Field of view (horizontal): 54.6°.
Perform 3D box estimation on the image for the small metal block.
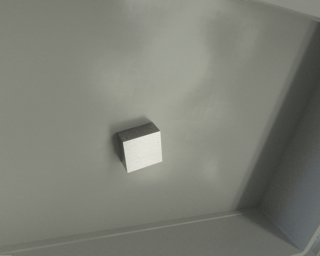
[{"bbox_3d":[-0.026,0.025,0.409,0.050,0.025,0.050,-17,125,-19],"label":"small metal block"}]
